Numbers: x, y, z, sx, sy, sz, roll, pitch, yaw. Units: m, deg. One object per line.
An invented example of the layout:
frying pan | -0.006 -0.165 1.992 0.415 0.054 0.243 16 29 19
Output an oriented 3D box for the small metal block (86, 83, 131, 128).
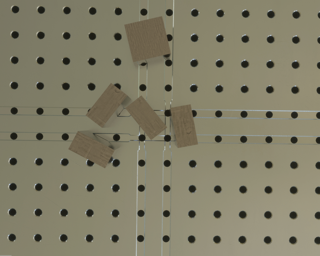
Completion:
small metal block | -0.065 -0.028 0.400 0.025 0.050 0.050 38 90 -1

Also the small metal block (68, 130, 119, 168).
small metal block | -0.083 0.026 0.400 0.050 0.050 0.025 28 90 -1

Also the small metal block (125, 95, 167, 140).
small metal block | -0.017 -0.013 0.401 0.025 0.050 0.050 -39 91 0

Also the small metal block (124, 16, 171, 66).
small metal block | -0.016 -0.115 0.413 0.050 0.025 0.050 -13 90 -1

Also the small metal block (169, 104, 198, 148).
small metal block | 0.029 -0.002 0.401 0.025 0.050 0.050 -10 90 0
